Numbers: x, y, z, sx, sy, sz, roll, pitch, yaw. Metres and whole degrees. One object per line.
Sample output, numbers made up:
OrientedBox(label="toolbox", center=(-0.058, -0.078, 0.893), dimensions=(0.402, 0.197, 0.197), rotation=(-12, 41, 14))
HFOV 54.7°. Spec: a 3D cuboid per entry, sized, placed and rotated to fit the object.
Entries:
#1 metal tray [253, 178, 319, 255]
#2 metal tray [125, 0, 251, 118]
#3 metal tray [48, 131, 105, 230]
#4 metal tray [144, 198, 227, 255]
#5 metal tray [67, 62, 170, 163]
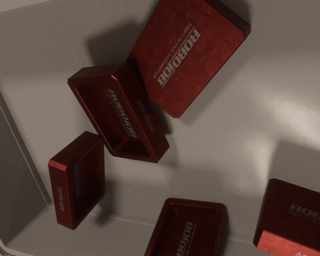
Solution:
OrientedBox(label="metal tray", center=(0.178, 0.113, 0.342), dimensions=(0.130, 0.090, 0.030), rotation=(17, 125, 18))
OrientedBox(label="metal tray", center=(0.022, -0.083, 0.341), dimensions=(0.090, 0.030, 0.129), rotation=(39, 129, 1))
OrientedBox(label="metal tray", center=(-0.124, 0.081, 0.479), dimensions=(0.030, 0.090, 0.129), rotation=(17, 125, 18))
OrientedBox(label="metal tray", center=(0.033, 0.161, 0.420), dimensions=(0.090, 0.130, 0.030), rotation=(0, 134, 28))
OrientedBox(label="metal tray", center=(-0.051, -0.016, 0.396), dimensions=(0.090, 0.030, 0.129), rotation=(3, 131, 39))
